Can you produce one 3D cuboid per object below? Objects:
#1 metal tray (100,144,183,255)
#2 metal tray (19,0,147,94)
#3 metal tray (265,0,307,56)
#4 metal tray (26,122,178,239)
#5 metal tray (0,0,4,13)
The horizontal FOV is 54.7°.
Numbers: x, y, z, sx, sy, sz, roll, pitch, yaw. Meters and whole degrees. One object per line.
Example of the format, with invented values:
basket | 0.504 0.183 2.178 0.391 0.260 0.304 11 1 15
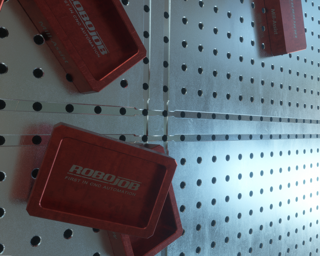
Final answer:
metal tray | -0.024 0.094 0.387 0.091 0.030 0.129 -22 104 -38
metal tray | -0.080 -0.114 0.339 0.090 0.030 0.130 -45 117 -31
metal tray | 0.253 -0.216 0.621 0.091 0.030 0.129 -20 103 -38
metal tray | -0.057 0.056 0.321 0.131 0.030 0.090 19 90 -20
metal tray | -0.179 -0.108 0.248 0.091 0.030 0.129 19 78 -30
